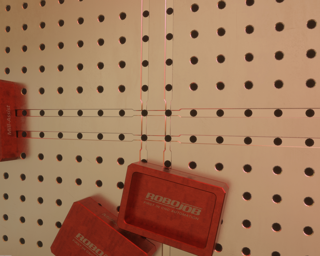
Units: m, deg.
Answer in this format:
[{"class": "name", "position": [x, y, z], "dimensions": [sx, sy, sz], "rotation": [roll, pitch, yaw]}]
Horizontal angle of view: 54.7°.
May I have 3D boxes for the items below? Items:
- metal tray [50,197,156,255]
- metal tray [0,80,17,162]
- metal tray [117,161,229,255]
[{"class": "metal tray", "position": [-0.082, 0.171, 0.438], "dimensions": [0.130, 0.030, 0.090], "rotation": [31, 100, 17]}, {"class": "metal tray", "position": [-0.283, -0.010, 0.507], "dimensions": [0.090, 0.030, 0.129], "rotation": [-3, 89, 19]}, {"class": "metal tray", "position": [0.015, 0.102, 0.403], "dimensions": [0.130, 0.030, 0.089], "rotation": [12, 94, 19]}]
